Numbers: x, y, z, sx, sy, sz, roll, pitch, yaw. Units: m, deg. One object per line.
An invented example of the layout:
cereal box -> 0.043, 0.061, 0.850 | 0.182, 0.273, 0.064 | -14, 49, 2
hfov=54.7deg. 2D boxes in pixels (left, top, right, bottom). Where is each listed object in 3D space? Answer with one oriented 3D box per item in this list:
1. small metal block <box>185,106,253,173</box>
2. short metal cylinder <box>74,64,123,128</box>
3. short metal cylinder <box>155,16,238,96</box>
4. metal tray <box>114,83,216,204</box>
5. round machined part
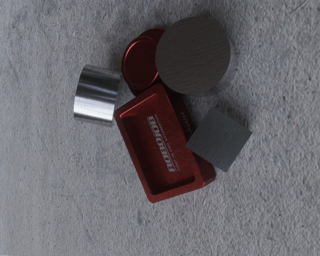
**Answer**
small metal block -> 0.062, 0.013, 0.332 | 0.050, 0.025, 0.050 | 33, 88, 6
short metal cylinder -> -0.084, -0.044, 0.431 | 0.050, 0.080, 0.079 | 12, 101, -5
short metal cylinder -> 0.042, -0.075, 0.342 | 0.080, 0.050, 0.079 | 1, 92, 22
metal tray -> 0.003, 0.020, 0.386 | 0.090, 0.030, 0.129 | -28, 82, 36
round machined part -> -0.012, -0.082, 0.406 | 0.098, 0.042, 0.097 | 0, 90, 40
